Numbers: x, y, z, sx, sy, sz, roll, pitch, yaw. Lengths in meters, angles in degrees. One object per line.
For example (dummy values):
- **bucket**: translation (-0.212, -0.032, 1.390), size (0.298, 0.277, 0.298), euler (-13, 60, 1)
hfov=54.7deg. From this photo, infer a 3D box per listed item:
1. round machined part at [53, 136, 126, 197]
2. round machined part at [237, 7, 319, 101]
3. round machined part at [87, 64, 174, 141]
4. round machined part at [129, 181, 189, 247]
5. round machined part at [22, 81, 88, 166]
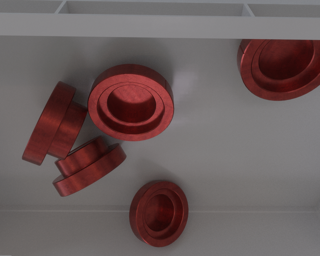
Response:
- **round machined part**: translation (-0.097, 0.044, 0.406), size (0.098, 0.098, 0.042), euler (-27, 97, 21)
- **round machined part**: translation (0.131, -0.080, 0.330), size (0.099, 0.042, 0.097), euler (0, 130, 0)
- **round machined part**: translation (-0.033, -0.034, 0.369), size (0.099, 0.042, 0.097), euler (0, 130, 0)
- **round machined part**: translation (-0.006, 0.131, 0.485), size (0.098, 0.098, 0.042), euler (38, 156, -28)
- **round machined part**: translation (-0.117, -0.001, 0.358), size (0.042, 0.098, 0.097), euler (25, 126, -17)
